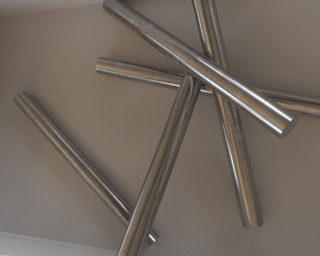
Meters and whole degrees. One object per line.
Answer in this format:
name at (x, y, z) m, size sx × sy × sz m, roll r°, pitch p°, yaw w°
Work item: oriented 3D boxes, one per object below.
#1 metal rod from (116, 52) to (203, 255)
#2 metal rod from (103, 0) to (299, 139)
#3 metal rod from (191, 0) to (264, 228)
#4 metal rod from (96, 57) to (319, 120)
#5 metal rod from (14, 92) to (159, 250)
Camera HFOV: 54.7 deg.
metal rod at (-0.001, 0.050, 0.337) m, size 0.025 × 0.025 × 0.299 m, roll 16°, pitch 74°, yaw 19°
metal rod at (0.023, -0.087, 0.357) m, size 0.300 × 0.025 × 0.025 m, roll 43°, pitch 104°, yaw 32°
metal rod at (0.076, -0.030, 0.358) m, size 0.025 × 0.025 × 0.298 m, roll -12°, pitch 96°, yaw 19°
metal rod at (0.054, -0.054, 0.391) m, size 0.301 × 0.025 × 0.025 m, roll 14°, pitch 95°, yaw 19°
metal rod at (-0.114, 0.053, 0.450) m, size 0.300 × 0.025 × 0.025 m, roll 44°, pitch 104°, yaw 14°
